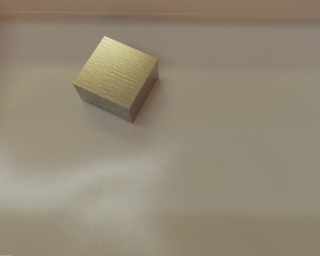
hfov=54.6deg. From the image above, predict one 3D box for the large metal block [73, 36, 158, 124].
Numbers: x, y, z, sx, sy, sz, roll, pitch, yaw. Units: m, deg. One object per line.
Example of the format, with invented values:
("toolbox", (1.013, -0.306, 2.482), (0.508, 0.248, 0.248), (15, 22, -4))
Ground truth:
("large metal block", (-0.056, -0.065, 0.420), (0.080, 0.050, 0.080), (25, 72, 9))
